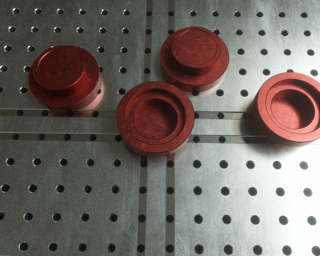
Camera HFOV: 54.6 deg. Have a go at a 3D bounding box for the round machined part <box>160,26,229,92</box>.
[{"bbox_3d":[0.050,-0.104,0.441,0.099,0.042,0.098,0,70,0],"label":"round machined part"}]

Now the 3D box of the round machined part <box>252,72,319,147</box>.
[{"bbox_3d":[0.172,-0.021,0.412,0.099,0.042,0.098,0,70,0],"label":"round machined part"}]

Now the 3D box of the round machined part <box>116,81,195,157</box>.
[{"bbox_3d":[-0.006,-0.009,0.406,0.099,0.042,0.098,0,70,0],"label":"round machined part"}]

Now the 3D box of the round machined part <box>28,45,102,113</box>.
[{"bbox_3d":[-0.133,-0.074,0.429,0.099,0.042,0.098,0,70,0],"label":"round machined part"}]
